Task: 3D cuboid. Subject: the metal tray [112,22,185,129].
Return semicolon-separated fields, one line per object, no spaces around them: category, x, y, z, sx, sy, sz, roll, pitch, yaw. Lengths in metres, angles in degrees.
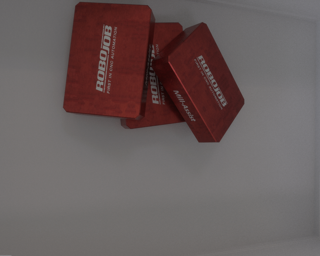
metal tray;-0.011;-0.068;0.404;0.091;0.030;0.129;-8;93;-20

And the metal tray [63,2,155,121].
metal tray;-0.058;-0.078;0.365;0.090;0.030;0.129;6;88;8

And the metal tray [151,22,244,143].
metal tray;0.055;-0.056;0.399;0.090;0.030;0.130;-51;119;-32
